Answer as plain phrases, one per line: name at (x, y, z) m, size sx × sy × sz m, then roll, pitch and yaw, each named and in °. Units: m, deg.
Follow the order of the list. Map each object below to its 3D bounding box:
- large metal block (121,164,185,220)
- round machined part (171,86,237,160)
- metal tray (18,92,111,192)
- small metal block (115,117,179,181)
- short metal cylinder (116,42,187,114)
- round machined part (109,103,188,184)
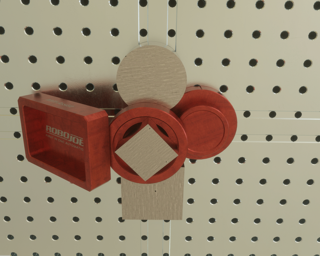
large metal block at (-0.010, 0.077, 0.425) m, size 0.081 × 0.050 × 0.079 m, roll 1°, pitch 110°, yaw -1°
round machined part at (0.052, -0.002, 0.402) m, size 0.099 × 0.042 × 0.097 m, roll 0°, pitch 110°, yaw 0°
metal tray at (-0.118, 0.013, 0.376) m, size 0.130 × 0.030 × 0.089 m, roll 15°, pitch 115°, yaw 34°
small metal block at (-0.015, 0.024, 0.356) m, size 0.050 × 0.025 × 0.050 m, roll -40°, pitch 106°, yaw 13°
short metal cylinder at (-0.010, -0.062, 0.376) m, size 0.081 × 0.050 × 0.079 m, roll 0°, pitch 110°, yaw 0°
round machined part at (-0.017, 0.016, 0.379) m, size 0.099 × 0.042 × 0.097 m, roll 0°, pitch 110°, yaw 0°
